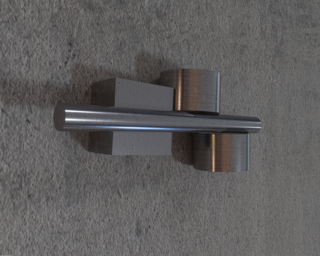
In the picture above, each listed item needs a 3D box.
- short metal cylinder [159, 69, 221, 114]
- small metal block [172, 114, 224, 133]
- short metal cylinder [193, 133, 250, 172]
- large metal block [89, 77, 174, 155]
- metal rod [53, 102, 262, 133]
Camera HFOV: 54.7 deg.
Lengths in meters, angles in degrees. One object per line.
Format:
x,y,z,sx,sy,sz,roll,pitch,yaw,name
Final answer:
0.039,-0.045,0.406,0.081,0.080,0.050,3,89,-40,short metal cylinder
0.053,-0.005,0.435,0.050,0.050,0.025,1,89,-40,small metal block
0.088,0.033,0.446,0.081,0.080,0.050,0,91,-40,short metal cylinder
-0.032,-0.010,0.360,0.081,0.050,0.080,4,88,-40,large metal block
0.027,-0.007,0.365,0.302,0.025,0.025,1,89,-41,metal rod
